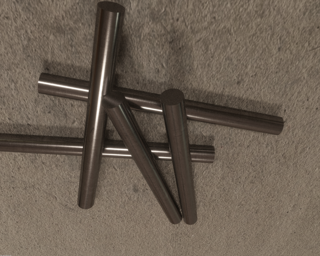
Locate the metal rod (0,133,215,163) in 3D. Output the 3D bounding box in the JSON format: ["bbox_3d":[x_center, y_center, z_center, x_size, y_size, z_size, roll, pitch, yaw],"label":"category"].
[{"bbox_3d":[-0.075,0.028,0.430,0.302,0.025,0.025,4,130,-4],"label":"metal rod"}]

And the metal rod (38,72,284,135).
[{"bbox_3d":[0.009,-0.028,0.383,0.302,0.025,0.025,10,130,-9],"label":"metal rod"}]

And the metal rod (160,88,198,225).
[{"bbox_3d":[0.033,0.063,0.430,0.025,0.025,0.299,-6,140,5],"label":"metal rod"}]

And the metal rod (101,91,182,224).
[{"bbox_3d":[-0.011,0.064,0.431,0.025,0.025,0.299,-12,139,9],"label":"metal rod"}]

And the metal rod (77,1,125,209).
[{"bbox_3d":[-0.078,0.001,0.372,0.025,0.025,0.298,10,130,-9],"label":"metal rod"}]
